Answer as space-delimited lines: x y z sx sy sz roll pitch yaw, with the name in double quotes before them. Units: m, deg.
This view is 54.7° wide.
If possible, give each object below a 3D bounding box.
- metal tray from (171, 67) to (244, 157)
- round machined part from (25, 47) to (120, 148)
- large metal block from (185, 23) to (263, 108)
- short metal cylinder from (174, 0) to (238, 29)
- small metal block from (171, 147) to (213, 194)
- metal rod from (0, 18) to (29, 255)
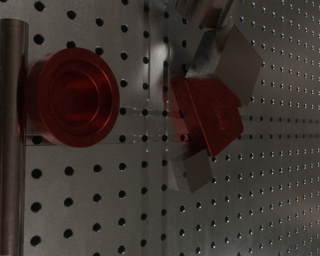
"metal tray" 0.076 -0.032 0.472 0.091 0.030 0.129 -34 112 -35
"round machined part" -0.091 -0.030 0.315 0.099 0.042 0.097 -2 92 -51
"large metal block" 0.092 -0.083 0.432 0.080 0.050 0.080 36 68 -35
"short metal cylinder" 0.065 -0.182 0.423 0.081 0.050 0.080 9 52 -11
"small metal block" 0.048 0.061 0.452 0.050 0.025 0.050 -24 105 -38
"metal rod" -0.141 0.049 0.292 0.025 0.025 0.298 2 89 -40
